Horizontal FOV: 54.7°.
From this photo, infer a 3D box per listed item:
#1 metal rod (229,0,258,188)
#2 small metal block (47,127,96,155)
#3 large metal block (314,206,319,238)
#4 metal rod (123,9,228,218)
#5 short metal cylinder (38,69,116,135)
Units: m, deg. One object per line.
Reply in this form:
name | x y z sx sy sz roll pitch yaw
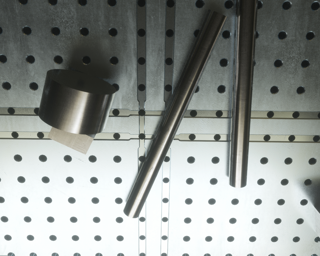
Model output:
metal rod | 0.105 -0.060 0.392 0.025 0.025 0.298 -2 110 0
small metal block | -0.109 0.003 0.400 0.050 0.050 0.025 26 108 -10
large metal block | 0.282 0.149 0.443 0.080 0.080 0.050 -12 110 4
metal rod | 0.013 -0.005 0.411 0.025 0.025 0.298 21 109 -8
short metal cylinder | -0.098 -0.033 0.371 0.080 0.080 0.050 17 109 -7
